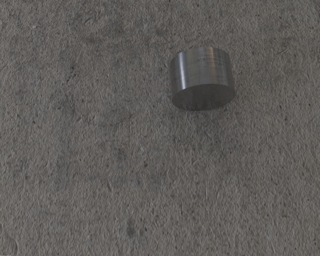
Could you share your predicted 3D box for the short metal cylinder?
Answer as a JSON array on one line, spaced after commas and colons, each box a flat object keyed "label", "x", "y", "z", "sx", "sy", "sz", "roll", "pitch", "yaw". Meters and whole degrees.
[{"label": "short metal cylinder", "x": 0.054, "y": -0.061, "z": 0.401, "sx": 0.080, "sy": 0.080, "sz": 0.050, "roll": -3, "pitch": 70, "yaw": -1}]
